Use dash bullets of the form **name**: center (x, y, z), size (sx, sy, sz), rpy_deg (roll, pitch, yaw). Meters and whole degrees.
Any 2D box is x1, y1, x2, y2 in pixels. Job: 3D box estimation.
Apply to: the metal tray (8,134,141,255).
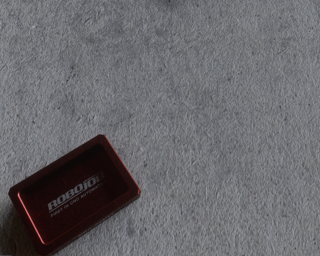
- **metal tray**: center (-0.100, 0.079, 0.375), size (0.131, 0.030, 0.090), rpy_deg (-32, 73, -11)
